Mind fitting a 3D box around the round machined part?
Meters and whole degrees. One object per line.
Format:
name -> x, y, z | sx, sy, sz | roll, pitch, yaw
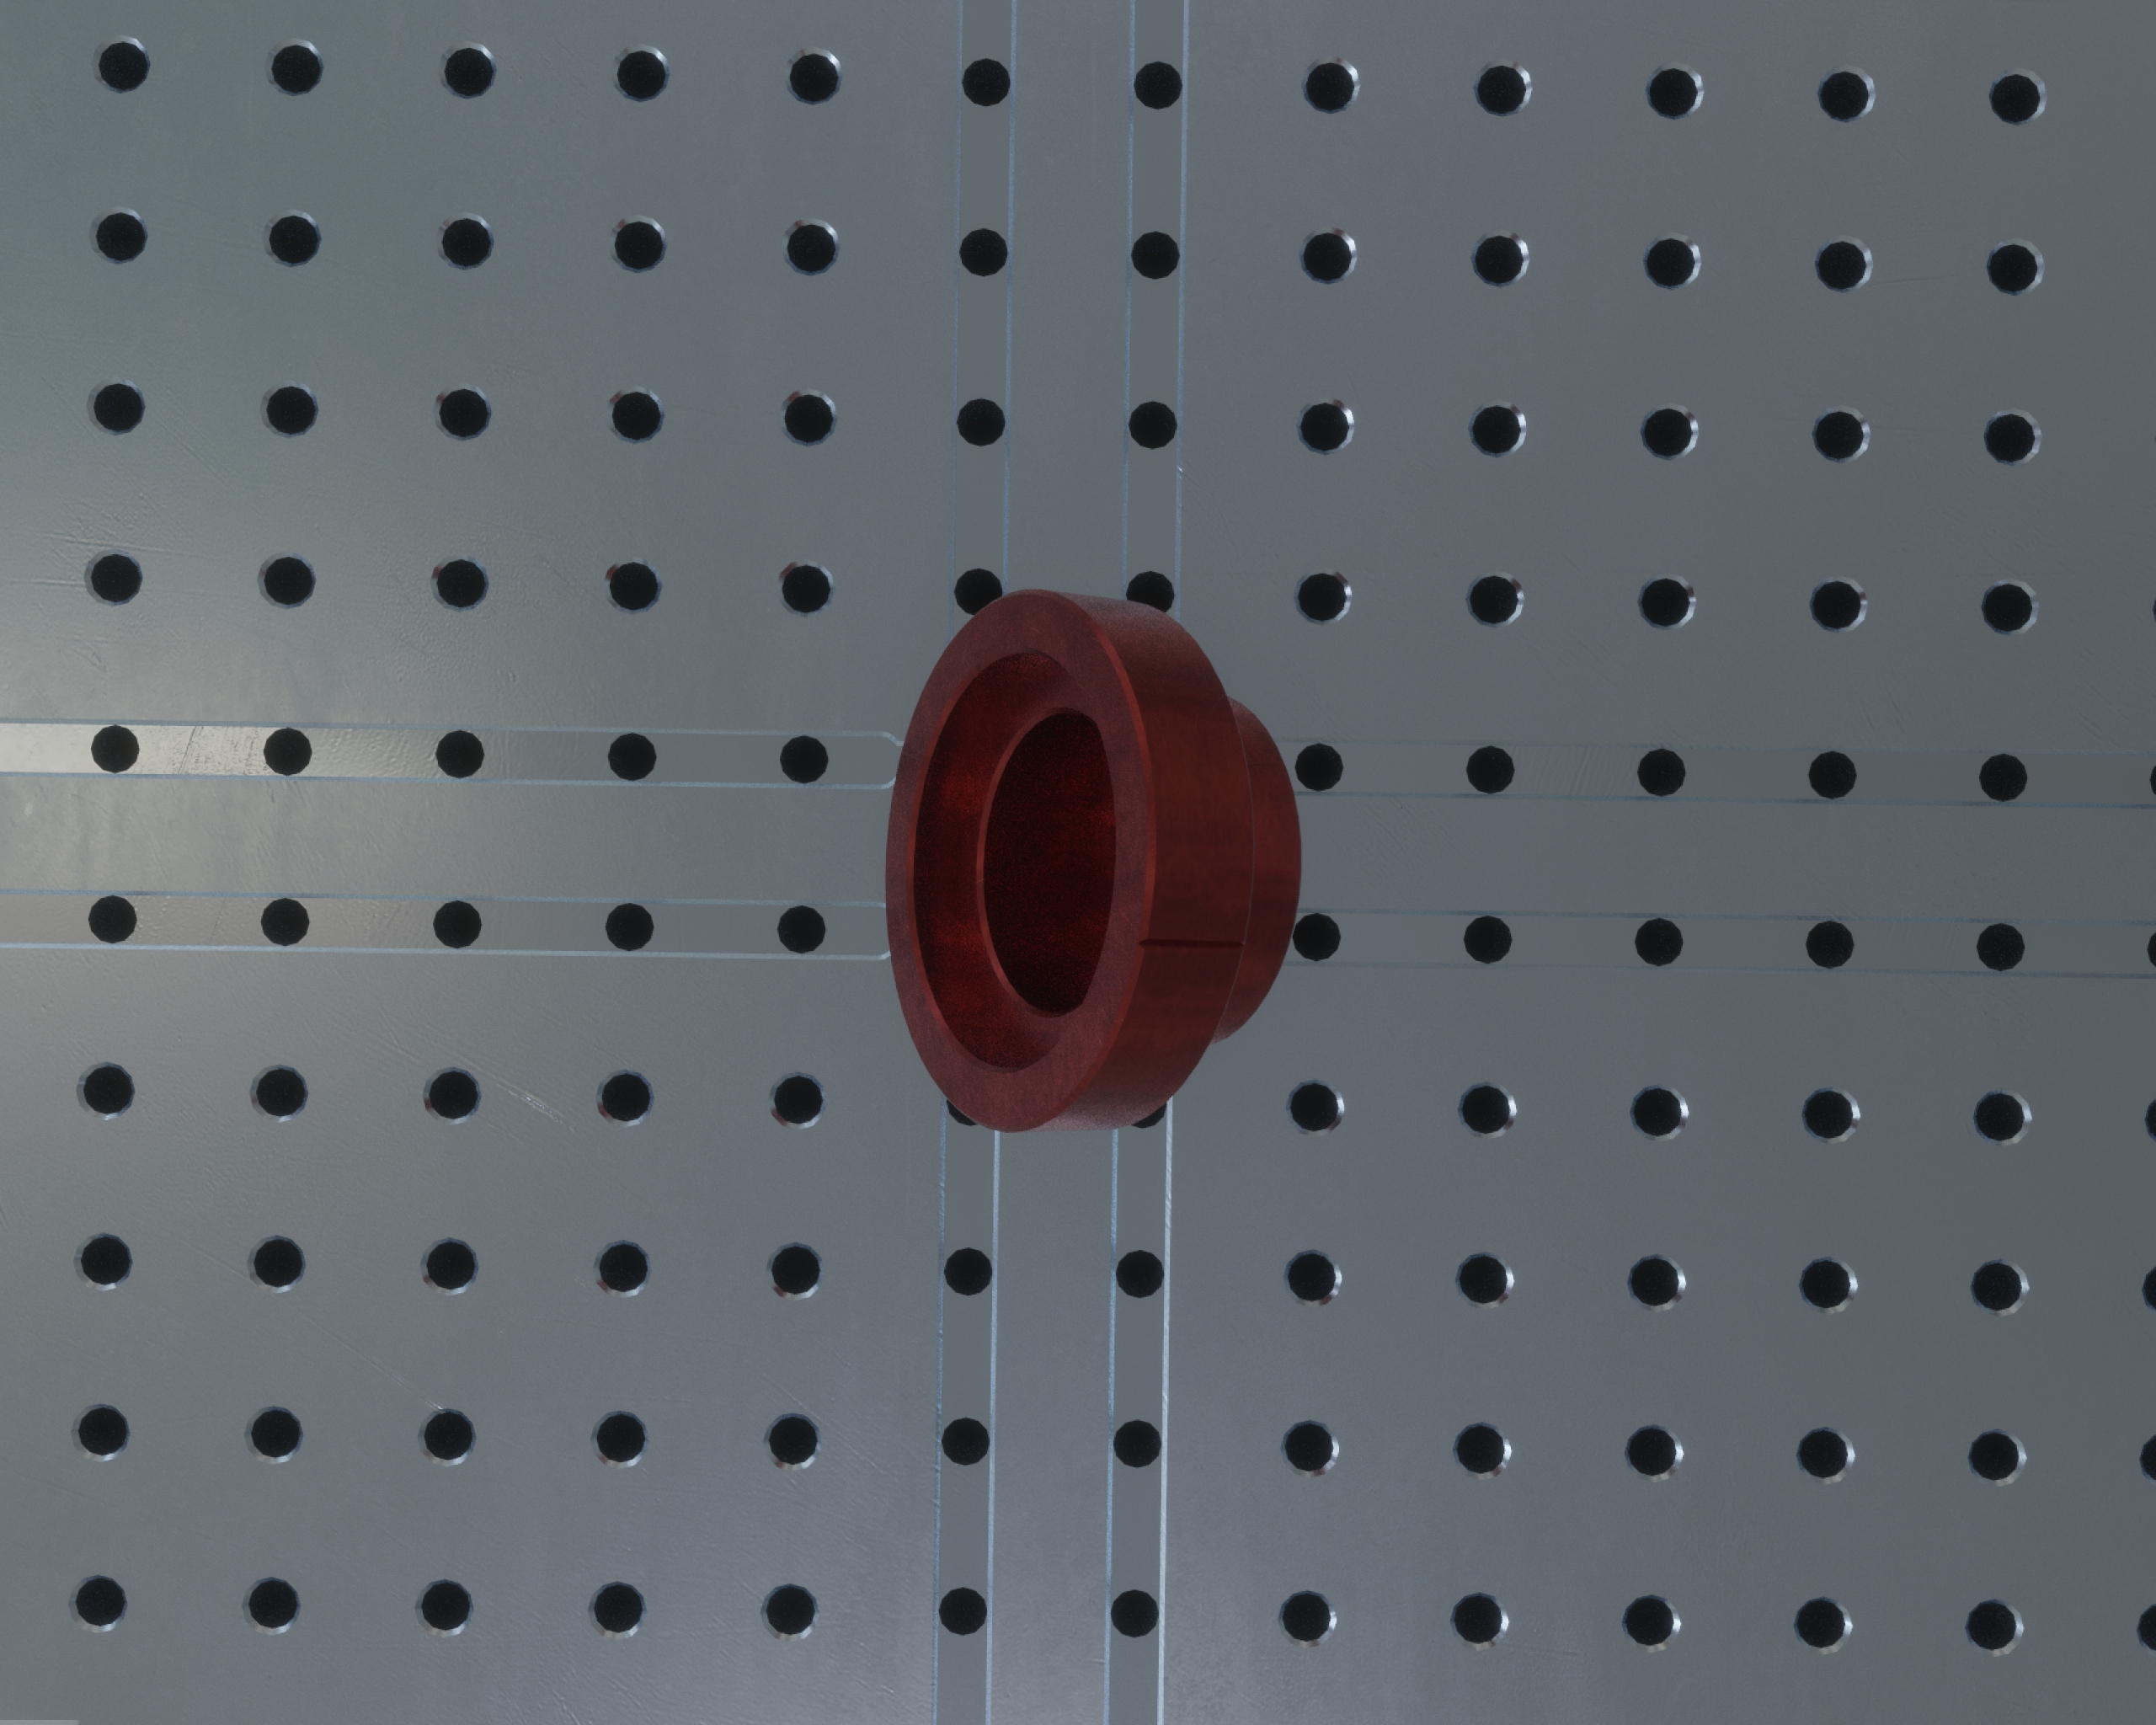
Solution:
round machined part -> 0.005, 0.000, 0.386 | 0.042, 0.098, 0.097 | 3, 90, -31
